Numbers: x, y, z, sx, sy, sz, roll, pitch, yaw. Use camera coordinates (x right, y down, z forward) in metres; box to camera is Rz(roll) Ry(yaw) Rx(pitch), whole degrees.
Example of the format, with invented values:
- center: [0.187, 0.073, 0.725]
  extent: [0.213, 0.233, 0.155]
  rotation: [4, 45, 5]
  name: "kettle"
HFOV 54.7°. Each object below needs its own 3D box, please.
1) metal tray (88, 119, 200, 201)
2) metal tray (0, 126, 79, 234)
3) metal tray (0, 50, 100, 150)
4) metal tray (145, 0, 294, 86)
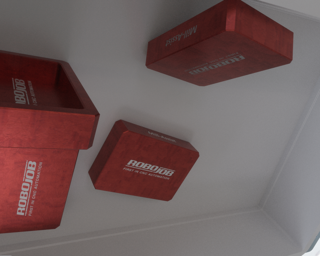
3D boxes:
- center: [-0.019, 0.049, 0.425]
  extent: [0.131, 0.030, 0.090]
  rotation: [19, 108, -36]
  name: "metal tray"
- center: [-0.153, 0.062, 0.360]
  extent: [0.091, 0.030, 0.129]
  rotation: [6, 116, -31]
  name: "metal tray"
- center: [-0.113, -0.029, 0.261]
  extent: [0.091, 0.130, 0.030]
  rotation: [4, 116, -31]
  name: "metal tray"
- center: [0.057, -0.080, 0.325]
  extent: [0.091, 0.130, 0.030]
  rotation: [13, 78, -34]
  name: "metal tray"
